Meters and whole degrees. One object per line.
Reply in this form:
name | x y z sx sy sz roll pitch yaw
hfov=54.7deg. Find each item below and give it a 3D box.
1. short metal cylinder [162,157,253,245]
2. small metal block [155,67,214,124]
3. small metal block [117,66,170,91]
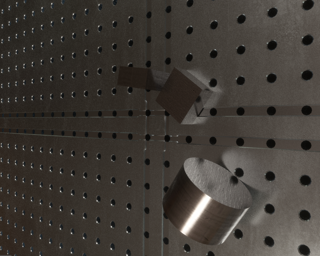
short metal cylinder | 0.050 0.076 0.331 0.080 0.081 0.050 41 115 32
small metal block | 0.029 -0.039 0.384 0.050 0.025 0.050 45 117 30
small metal block | -0.019 -0.064 0.407 0.050 0.050 0.025 14 99 39
